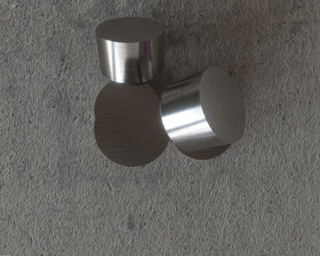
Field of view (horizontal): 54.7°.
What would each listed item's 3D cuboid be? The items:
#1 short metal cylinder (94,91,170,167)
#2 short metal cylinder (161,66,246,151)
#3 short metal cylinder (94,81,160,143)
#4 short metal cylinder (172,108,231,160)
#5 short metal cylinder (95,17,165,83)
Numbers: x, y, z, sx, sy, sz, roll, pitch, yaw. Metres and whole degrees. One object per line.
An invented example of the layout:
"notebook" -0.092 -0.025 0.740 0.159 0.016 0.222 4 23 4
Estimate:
"short metal cylinder" -0.029 0.001 0.348 0.081 0.050 0.079 0 90 -1
"short metal cylinder" 0.047 -0.019 0.327 0.050 0.081 0.080 -17 90 42
"short metal cylinder" -0.039 -0.022 0.398 0.081 0.050 0.079 0 90 -1
"short metal cylinder" 0.052 -0.001 0.399 0.081 0.050 0.079 0 90 -1
"short metal cylinder" -0.035 -0.097 0.377 0.081 0.080 0.050 0 129 -1
